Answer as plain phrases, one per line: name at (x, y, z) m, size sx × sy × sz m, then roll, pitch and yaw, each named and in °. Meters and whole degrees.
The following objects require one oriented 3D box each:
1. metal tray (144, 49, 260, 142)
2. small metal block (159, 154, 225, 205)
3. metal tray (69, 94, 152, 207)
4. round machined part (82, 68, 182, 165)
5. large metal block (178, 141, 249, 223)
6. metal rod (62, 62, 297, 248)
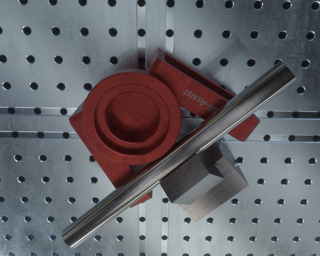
metal tray at (0.045, -0.042, 0.363) m, size 0.131 × 0.090 × 0.030 m, roll 30°, pitch 108°, yaw -11°
small metal block at (0.036, 0.057, 0.334) m, size 0.050 × 0.050 × 0.025 m, roll -41°, pitch 61°, yaw 13°
metal tray at (-0.054, 0.022, 0.386) m, size 0.030 × 0.090 × 0.130 m, roll -28°, pitch 108°, yaw 9°
round machined part at (-0.028, -0.014, 0.325) m, size 0.099 × 0.042 × 0.097 m, roll 0°, pitch 110°, yaw -1°
large metal block at (0.058, 0.061, 0.404) m, size 0.080 × 0.080 × 0.050 m, roll -39°, pitch 106°, yaw 13°
metal rod at (0.009, 0.037, 0.331) m, size 0.300 × 0.025 × 0.025 m, roll -39°, pitch 106°, yaw 12°
